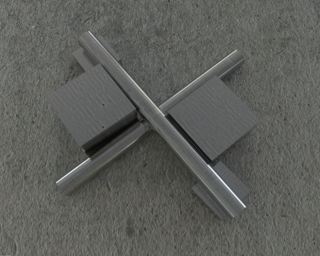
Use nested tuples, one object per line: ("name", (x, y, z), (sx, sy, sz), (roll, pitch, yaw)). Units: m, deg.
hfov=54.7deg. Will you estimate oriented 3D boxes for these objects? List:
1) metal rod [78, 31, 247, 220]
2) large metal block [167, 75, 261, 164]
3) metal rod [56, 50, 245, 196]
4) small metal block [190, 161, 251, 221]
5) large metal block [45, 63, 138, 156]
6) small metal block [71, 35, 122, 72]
("metal rod", (-0.007, -0.014, 0.387), (0.025, 0.025, 0.300), (-38, 75, -13))
("large metal block", (0.066, -0.006, 0.399), (0.080, 0.050, 0.080), (-37, 74, -13))
("metal rod", (-0.004, -0.014, 0.415), (0.301, 0.025, 0.025), (-37, 74, -13))
("small metal block", (0.073, 0.078, 0.382), (0.050, 0.025, 0.050), (-41, 75, -14))
("large metal block", (-0.085, -0.022, 0.402), (0.080, 0.050, 0.080), (-35, 74, -12))
("small metal block", (-0.089, -0.097, 0.445), (0.050, 0.025, 0.050), (-36, 74, -12))
